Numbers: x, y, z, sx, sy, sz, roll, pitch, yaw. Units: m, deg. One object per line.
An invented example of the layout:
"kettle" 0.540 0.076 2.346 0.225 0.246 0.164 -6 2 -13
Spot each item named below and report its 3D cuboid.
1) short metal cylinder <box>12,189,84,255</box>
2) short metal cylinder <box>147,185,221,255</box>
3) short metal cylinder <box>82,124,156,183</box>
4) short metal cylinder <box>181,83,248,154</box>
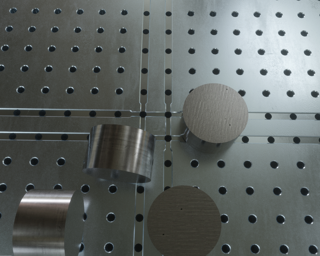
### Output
"short metal cylinder" -0.118 0.108 0.342 0.050 0.080 0.080 1 70 0
"short metal cylinder" 0.026 0.110 0.358 0.081 0.050 0.080 0 70 -1
"short metal cylinder" -0.047 0.033 0.370 0.080 0.080 0.050 7 70 2
"short metal cylinder" 0.068 -0.011 0.403 0.081 0.050 0.080 0 70 0
